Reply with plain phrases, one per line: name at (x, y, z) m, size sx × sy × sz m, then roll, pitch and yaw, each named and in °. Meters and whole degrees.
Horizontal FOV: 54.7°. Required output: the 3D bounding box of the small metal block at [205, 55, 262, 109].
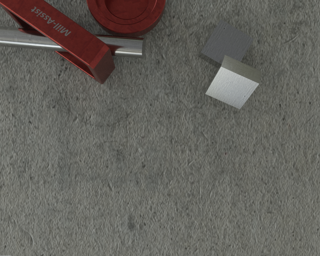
small metal block at (0.093, -0.058, 0.396) m, size 0.050 × 0.050 × 0.025 m, roll 24°, pitch 51°, yaw -1°

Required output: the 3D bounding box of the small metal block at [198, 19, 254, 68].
small metal block at (0.087, -0.106, 0.411) m, size 0.050 × 0.025 × 0.050 m, roll 31°, pitch 90°, yaw -1°

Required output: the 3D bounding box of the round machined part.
round machined part at (-0.042, -0.165, 0.401) m, size 0.099 × 0.042 × 0.097 m, roll 0°, pitch 90°, yaw -1°

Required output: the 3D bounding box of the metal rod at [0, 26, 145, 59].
metal rod at (-0.170, -0.114, 0.394) m, size 0.302 × 0.025 × 0.025 m, roll 6°, pitch 90°, yaw 4°

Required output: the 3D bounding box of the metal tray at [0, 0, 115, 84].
metal tray at (-0.119, -0.110, 0.374) m, size 0.130 × 0.090 × 0.030 m, roll 35°, pitch 85°, yaw -1°
